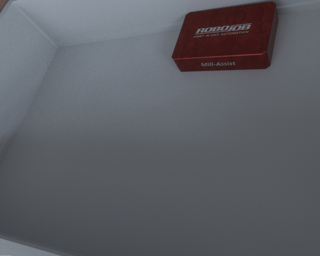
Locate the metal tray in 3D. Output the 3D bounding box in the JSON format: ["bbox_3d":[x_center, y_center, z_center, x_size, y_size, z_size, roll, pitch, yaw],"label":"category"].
[{"bbox_3d":[0.090,-0.125,0.432,0.130,0.030,0.090,4,63,30],"label":"metal tray"}]
